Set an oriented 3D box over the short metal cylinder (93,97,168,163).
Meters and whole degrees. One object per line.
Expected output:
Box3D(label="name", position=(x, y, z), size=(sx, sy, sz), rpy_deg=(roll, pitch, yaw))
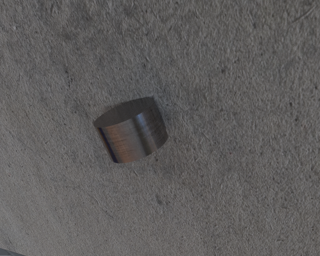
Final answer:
Box3D(label="short metal cylinder", position=(-0.036, 0.001, 0.392), size=(0.080, 0.080, 0.050), rpy_deg=(-9, 114, 32))
